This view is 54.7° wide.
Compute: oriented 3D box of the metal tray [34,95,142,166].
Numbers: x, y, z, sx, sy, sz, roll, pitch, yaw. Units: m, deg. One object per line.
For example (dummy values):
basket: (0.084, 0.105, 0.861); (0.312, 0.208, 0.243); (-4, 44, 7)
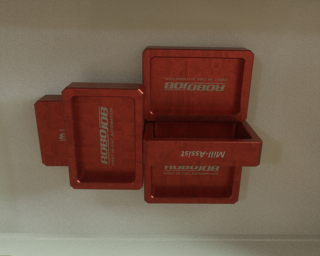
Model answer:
metal tray: (-0.089, 0.004, 0.405); (0.131, 0.030, 0.089); (0, 110, -1)

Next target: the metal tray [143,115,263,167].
metal tray: (0.047, 0.013, 0.379); (0.131, 0.090, 0.030); (1, 110, -1)

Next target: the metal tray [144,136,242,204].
metal tray: (0.044, 0.059, 0.429); (0.131, 0.030, 0.089); (1, 110, -1)

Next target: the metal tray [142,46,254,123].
metal tray: (0.044, -0.054, 0.388); (0.131, 0.030, 0.089); (1, 110, -1)

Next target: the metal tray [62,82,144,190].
metal tray: (-0.065, 0.012, 0.377); (0.091, 0.030, 0.129); (1, 110, -1)
